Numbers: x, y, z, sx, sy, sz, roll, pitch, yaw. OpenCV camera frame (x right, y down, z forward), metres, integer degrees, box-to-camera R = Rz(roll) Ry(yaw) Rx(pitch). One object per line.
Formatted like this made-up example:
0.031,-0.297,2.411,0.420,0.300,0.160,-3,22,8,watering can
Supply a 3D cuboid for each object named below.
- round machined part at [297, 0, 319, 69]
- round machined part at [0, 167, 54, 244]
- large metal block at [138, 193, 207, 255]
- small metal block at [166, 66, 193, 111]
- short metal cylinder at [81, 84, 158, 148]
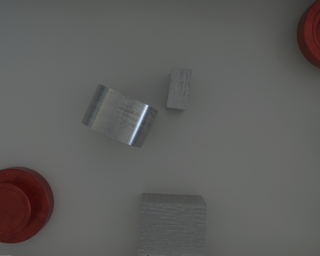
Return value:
0.228,-0.122,0.406,0.099,0.042,0.097,0,90,0,round machined part
-0.194,0.101,0.400,0.099,0.042,0.097,0,90,-1,round machined part
0.015,0.131,0.399,0.081,0.050,0.079,3,90,-1,large metal block
0.024,-0.048,0.399,0.025,0.050,0.050,8,90,0,small metal block
-0.049,-0.014,0.383,0.080,0.080,0.050,24,90,-1,short metal cylinder
